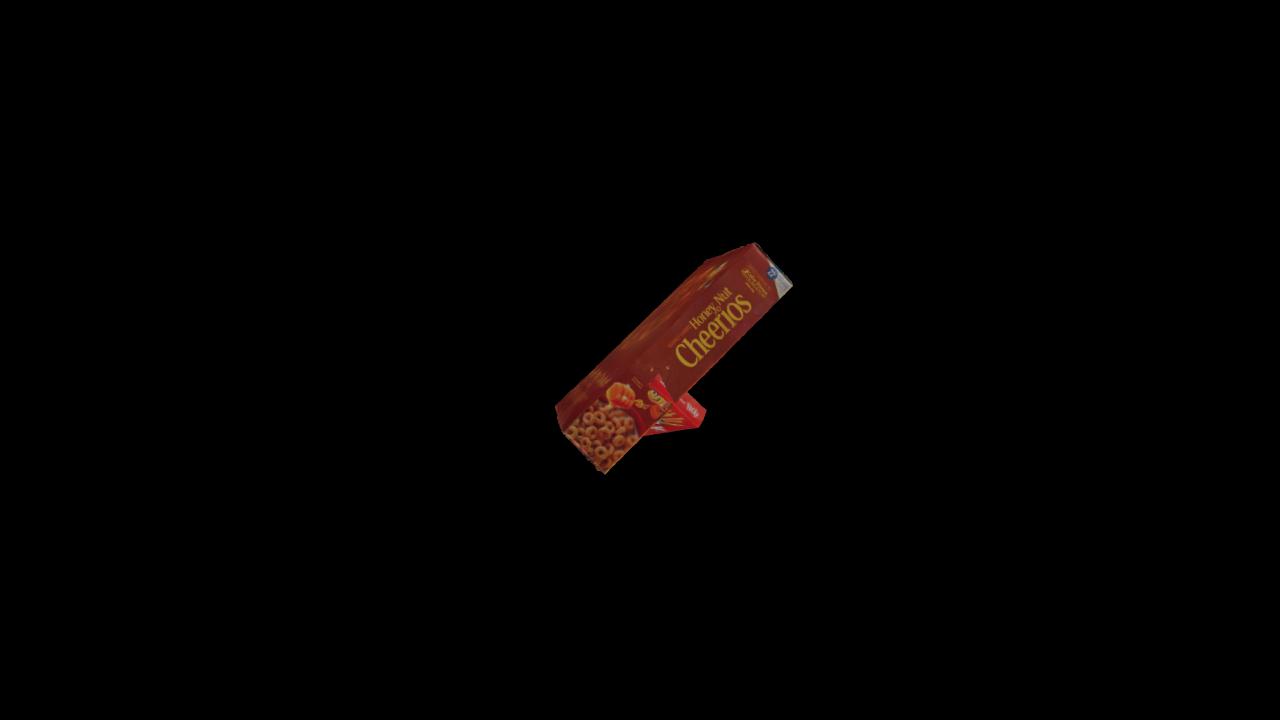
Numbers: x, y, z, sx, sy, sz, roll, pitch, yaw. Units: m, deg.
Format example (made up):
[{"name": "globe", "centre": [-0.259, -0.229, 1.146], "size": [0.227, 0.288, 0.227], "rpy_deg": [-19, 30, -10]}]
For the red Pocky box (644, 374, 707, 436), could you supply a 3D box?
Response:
[{"name": "red Pocky box", "centre": [0.001, 0.055, 0.739], "size": [0.083, 0.028, 0.155], "rpy_deg": [44, -32, -19]}]

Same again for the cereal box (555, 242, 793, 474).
[{"name": "cereal box", "centre": [0.029, -0.009, 0.768], "size": [0.306, 0.081, 0.203], "rpy_deg": [-44, 10, -6]}]
